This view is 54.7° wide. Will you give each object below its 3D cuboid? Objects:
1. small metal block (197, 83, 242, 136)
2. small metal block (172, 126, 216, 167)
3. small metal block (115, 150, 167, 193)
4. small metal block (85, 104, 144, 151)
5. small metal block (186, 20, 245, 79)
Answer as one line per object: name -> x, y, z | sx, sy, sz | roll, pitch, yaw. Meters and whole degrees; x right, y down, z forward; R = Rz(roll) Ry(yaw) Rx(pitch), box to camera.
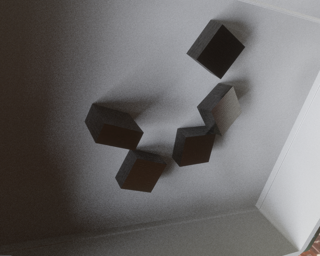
small metal block -> 0.084, -0.026, 0.431 | 0.050, 0.025, 0.050 | -47, 131, -19
small metal block -> 0.049, 0.026, 0.454 | 0.050, 0.025, 0.050 | -6, 121, -26
small metal block -> -0.027, 0.060, 0.433 | 0.050, 0.025, 0.050 | 17, 110, -35
small metal block -> -0.055, -0.001, 0.363 | 0.050, 0.050, 0.025 | 15, 111, -35
small metal block -> 0.070, -0.098, 0.389 | 0.050, 0.025, 0.050 | 28, 103, -38
